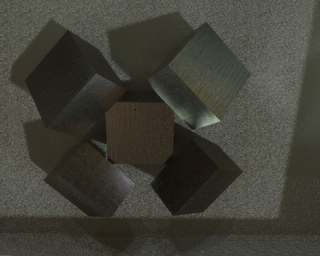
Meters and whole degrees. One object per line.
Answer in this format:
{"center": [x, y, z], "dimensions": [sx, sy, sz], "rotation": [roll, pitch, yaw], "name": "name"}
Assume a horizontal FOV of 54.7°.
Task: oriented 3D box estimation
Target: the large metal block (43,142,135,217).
{"center": [-0.093, 0.070, 0.399], "dimensions": [0.080, 0.050, 0.080], "rotation": [44, 148, -15], "name": "large metal block"}

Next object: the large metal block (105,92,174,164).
{"center": [-0.024, -0.001, 0.395], "dimensions": [0.081, 0.050, 0.079], "rotation": [1, 110, -1], "name": "large metal block"}

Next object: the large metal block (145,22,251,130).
{"center": [0.045, -0.057, 0.353], "dimensions": [0.080, 0.050, 0.080], "rotation": [45, 61, -14], "name": "large metal block"}

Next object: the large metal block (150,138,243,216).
{"center": [0.048, 0.064, 0.397], "dimensions": [0.080, 0.050, 0.080], "rotation": [-50, 148, 15], "name": "large metal block"}

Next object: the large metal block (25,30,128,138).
{"center": [-0.097, -0.049, 0.353], "dimensions": [0.080, 0.080, 0.050], "rotation": [-44, 148, 14], "name": "large metal block"}
